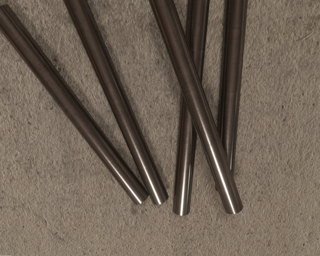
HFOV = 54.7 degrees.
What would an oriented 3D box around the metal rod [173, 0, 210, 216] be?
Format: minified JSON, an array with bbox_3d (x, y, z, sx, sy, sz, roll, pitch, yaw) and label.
[{"bbox_3d":[0.038,-0.019,0.403,0.025,0.025,0.298,2,110,-1],"label":"metal rod"}]

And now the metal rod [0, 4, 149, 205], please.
[{"bbox_3d":[-0.106,-0.017,0.401,0.025,0.025,0.299,-31,108,10],"label":"metal rod"}]

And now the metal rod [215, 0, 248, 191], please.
[{"bbox_3d":[0.090,-0.053,0.391,0.025,0.025,0.298,-1,110,0],"label":"metal rod"}]

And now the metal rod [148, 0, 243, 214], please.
[{"bbox_3d":[0.048,-0.021,0.374,0.025,0.025,0.299,-20,109,7],"label":"metal rod"}]

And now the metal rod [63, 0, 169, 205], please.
[{"bbox_3d":[-0.051,-0.029,0.398,0.025,0.025,0.298,-19,109,6],"label":"metal rod"}]
